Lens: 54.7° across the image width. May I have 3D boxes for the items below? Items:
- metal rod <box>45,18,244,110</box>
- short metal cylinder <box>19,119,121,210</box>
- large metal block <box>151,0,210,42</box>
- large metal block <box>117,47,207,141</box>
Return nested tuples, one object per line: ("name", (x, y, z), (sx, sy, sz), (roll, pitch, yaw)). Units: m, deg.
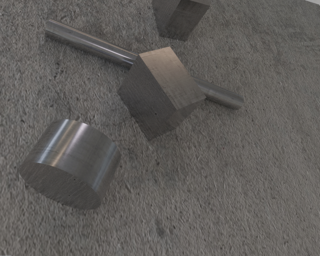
("metal rod", (-0.010, -0.086, 0.450), (0.302, 0.025, 0.025), (19, 55, -18))
("short metal cylinder", (-0.085, 0.037, 0.300), (0.080, 0.080, 0.050), (29, 52, -10))
("large metal block", (0.031, -0.204, 0.509), (0.050, 0.080, 0.080), (3, 60, -27))
("large metal block", (-0.001, -0.042, 0.393), (0.050, 0.080, 0.080), (-24, 75, -37))
